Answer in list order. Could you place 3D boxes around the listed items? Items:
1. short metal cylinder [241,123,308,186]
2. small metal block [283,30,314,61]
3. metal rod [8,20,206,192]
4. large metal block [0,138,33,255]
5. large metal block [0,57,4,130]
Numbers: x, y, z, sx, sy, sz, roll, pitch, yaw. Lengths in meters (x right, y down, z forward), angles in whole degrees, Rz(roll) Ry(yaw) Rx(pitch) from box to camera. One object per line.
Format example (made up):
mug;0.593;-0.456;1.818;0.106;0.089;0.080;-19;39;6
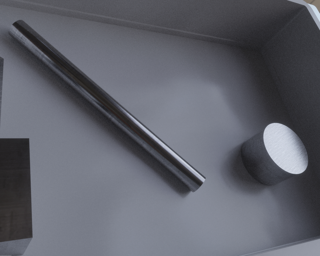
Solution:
short metal cylinder;0.169;0.039;0.459;0.081;0.050;0.080;14;56;-21
small metal block;0.310;-0.184;0.691;0.050;0.025;0.050;43;51;1
metal rod;-0.065;-0.027;0.387;0.300;0.025;0.025;41;51;-1
large metal block;-0.139;0.062;0.258;0.050;0.080;0.080;1;61;-28
large metal block;-0.190;-0.028;0.267;0.050;0.079;0.080;32;34;16
